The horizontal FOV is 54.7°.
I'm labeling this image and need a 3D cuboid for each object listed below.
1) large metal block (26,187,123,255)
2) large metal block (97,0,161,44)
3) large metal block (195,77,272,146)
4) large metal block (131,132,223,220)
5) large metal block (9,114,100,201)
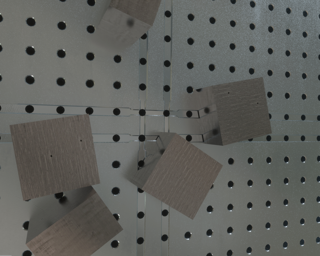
[{"bbox_3d":[-0.097,0.109,0.348,0.080,0.080,0.050,-35,102,-17],"label":"large metal block"},{"bbox_3d":[-0.032,-0.157,0.372,0.050,0.080,0.080,20,83,-19],"label":"large metal block"},{"bbox_3d":[0.103,-0.024,0.439,0.081,0.050,0.079,-12,94,-20],"label":"large metal block"},{"bbox_3d":[0.022,0.061,0.409,0.080,0.050,0.080,35,79,-17],"label":"large metal block"},{"bbox_3d":[-0.119,0.030,0.356,0.081,0.050,0.079,-10,94,-20],"label":"large metal block"}]
